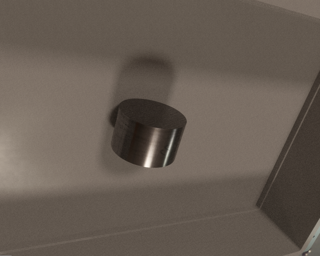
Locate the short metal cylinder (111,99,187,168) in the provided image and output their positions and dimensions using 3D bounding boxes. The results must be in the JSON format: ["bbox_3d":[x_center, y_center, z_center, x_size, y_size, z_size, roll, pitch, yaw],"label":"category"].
[{"bbox_3d":[-0.014,0.004,0.369,0.081,0.080,0.050,1,118,-30],"label":"short metal cylinder"}]
